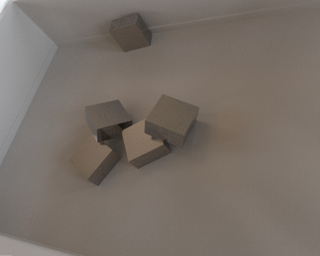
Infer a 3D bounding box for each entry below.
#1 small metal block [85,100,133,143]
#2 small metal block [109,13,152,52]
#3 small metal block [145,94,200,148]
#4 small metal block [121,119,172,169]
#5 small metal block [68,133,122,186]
[{"bbox_3d":[-0.072,-0.011,0.435,0.050,0.025,0.050,-15,46,-25],"label":"small metal block"},{"bbox_3d":[-0.047,-0.156,0.511,0.050,0.050,0.025,-7,59,24],"label":"small metal block"},{"bbox_3d":[0.015,-0.010,0.384,0.050,0.025,0.050,22,52,13],"label":"small metal block"},{"bbox_3d":[-0.018,0.018,0.405,0.050,0.025,0.050,-27,52,11],"label":"small metal block"},{"bbox_3d":[-0.089,0.043,0.427,0.050,0.025,0.050,33,80,38],"label":"small metal block"}]
